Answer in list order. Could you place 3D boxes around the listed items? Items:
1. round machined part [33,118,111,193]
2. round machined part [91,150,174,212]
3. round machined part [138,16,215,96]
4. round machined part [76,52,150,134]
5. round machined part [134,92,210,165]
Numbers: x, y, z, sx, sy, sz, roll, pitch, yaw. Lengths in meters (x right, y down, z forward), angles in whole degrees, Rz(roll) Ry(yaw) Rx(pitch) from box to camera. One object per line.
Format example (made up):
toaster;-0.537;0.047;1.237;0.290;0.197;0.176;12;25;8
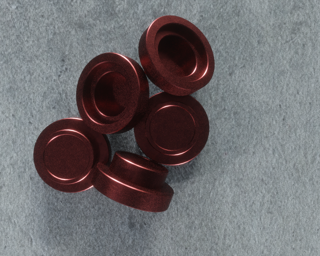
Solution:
round machined part;-0.115;0.035;0.400;0.099;0.042;0.097;0;90;-1
round machined part;-0.028;0.059;0.372;0.098;0.098;0.042;21;93;-1
round machined part;0.017;-0.086;0.387;0.099;0.042;0.098;10;70;-29
round machined part;-0.054;-0.041;0.387;0.098;0.042;0.097;0;89;30
round machined part;0.015;0.000;0.402;0.099;0.042;0.097;0;90;-1
